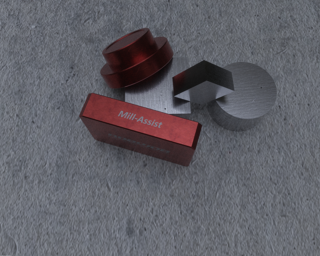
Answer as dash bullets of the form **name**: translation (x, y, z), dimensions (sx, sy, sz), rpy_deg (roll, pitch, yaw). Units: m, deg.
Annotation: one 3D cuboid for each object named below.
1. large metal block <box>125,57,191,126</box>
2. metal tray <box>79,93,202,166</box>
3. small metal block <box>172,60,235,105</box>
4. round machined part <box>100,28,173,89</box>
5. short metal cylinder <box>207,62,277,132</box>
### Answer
- **large metal block**: translation (-0.004, -0.046, 0.414), dimensions (0.081, 0.050, 0.080), rpy_deg (-1, 70, -1)
- **metal tray**: translation (-0.021, 0.005, 0.372), dimensions (0.131, 0.090, 0.030), rpy_deg (16, 71, 5)
- **small metal block**: translation (0.051, -0.052, 0.367), dimensions (0.050, 0.050, 0.025), rpy_deg (11, 67, -41)
- **round machined part**: translation (-0.036, -0.096, 0.405), dimensions (0.098, 0.098, 0.042), rpy_deg (-35, 118, -12)
- **short metal cylinder**: translation (0.106, -0.040, 0.412), dimensions (0.081, 0.050, 0.080), rpy_deg (0, 70, 0)
